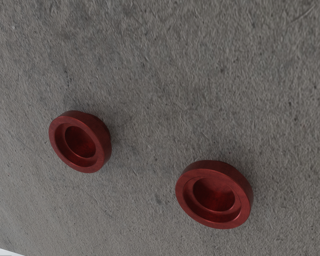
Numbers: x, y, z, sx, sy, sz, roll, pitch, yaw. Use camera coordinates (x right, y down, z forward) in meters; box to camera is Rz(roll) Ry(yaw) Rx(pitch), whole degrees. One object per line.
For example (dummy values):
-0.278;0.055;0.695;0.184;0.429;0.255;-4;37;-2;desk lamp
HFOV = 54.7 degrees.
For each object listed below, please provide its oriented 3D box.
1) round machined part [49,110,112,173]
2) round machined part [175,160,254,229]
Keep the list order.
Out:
-0.114;0.016;0.466;0.098;0.042;0.097;13;124;21;round machined part
0.073;0.082;0.408;0.098;0.042;0.097;13;124;21;round machined part
